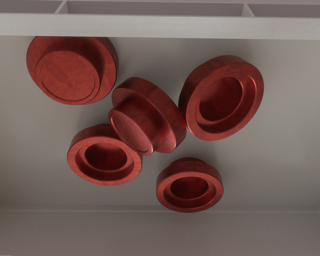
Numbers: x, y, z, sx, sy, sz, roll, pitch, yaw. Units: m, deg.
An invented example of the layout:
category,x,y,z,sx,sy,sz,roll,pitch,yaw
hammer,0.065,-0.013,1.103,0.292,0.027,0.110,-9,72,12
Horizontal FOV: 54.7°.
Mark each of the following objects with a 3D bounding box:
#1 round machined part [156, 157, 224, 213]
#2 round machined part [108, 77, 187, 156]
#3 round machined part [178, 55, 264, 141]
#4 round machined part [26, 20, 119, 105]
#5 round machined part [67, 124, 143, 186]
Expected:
category,x,y,z,sx,sy,sz,roll,pitch,yaw
round machined part,0.043,0.082,0.468,0.099,0.042,0.097,0,130,0
round machined part,-0.021,-0.006,0.357,0.098,0.042,0.098,34,151,22
round machined part,0.064,-0.037,0.352,0.099,0.042,0.097,-14,128,-19
round machined part,-0.097,-0.064,0.342,0.099,0.042,0.097,0,130,0
round machined part,-0.072,0.032,0.423,0.099,0.042,0.097,0,132,1
